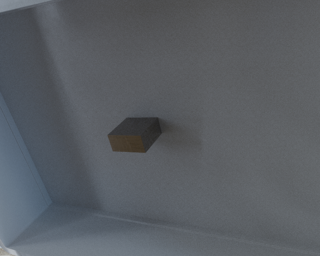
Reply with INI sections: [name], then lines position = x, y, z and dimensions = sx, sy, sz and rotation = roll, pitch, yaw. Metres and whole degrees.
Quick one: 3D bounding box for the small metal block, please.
[small metal block]
position = -0.033, 0.008, 0.413
dimensions = 0.050, 0.050, 0.025
rotation = 0, 119, 28
